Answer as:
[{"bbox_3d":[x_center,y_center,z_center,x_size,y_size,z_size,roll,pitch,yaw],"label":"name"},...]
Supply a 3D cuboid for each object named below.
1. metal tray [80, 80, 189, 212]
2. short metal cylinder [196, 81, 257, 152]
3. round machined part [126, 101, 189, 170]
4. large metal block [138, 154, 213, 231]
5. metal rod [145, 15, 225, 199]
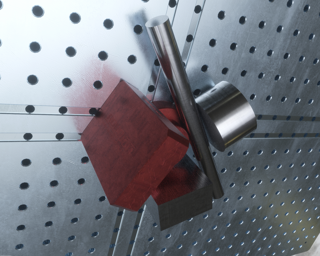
[{"bbox_3d":[-0.035,0.013,0.334,0.030,0.130,0.090,31,101,-38],"label":"metal tray"},{"bbox_3d":[0.082,-0.015,0.411,0.050,0.080,0.080,-32,129,-8],"label":"short metal cylinder"},{"bbox_3d":[-0.001,0.017,0.412,0.099,0.042,0.097,-14,125,-21],"label":"round machined part"},{"bbox_3d":[0.019,0.086,0.441,0.081,0.080,0.050,-18,126,-19],"label":"large metal block"},{"bbox_3d":[0.044,-0.002,0.408,0.025,0.025,0.299,-31,129,-9],"label":"metal rod"}]
